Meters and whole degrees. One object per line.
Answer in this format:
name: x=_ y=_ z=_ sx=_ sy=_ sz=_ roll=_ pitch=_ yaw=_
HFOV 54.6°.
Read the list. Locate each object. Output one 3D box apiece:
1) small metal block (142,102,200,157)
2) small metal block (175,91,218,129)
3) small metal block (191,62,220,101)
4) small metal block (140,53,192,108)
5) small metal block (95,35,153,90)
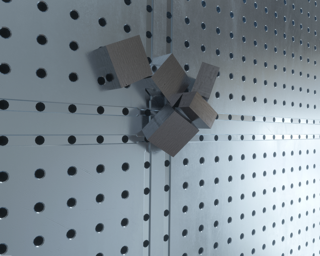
small metal block: x=0.014 y=0.003 z=0.404 sx=0.050 sy=0.025 sz=0.050 roll=-47 pitch=125 yaw=10
small metal block: x=0.042 y=-0.023 z=0.427 sx=0.050 sy=0.050 sz=0.025 roll=41 pitch=65 yaw=-33
small metal block: x=0.060 y=-0.056 z=0.438 sx=0.025 sy=0.050 sz=0.050 roll=20 pitch=70 yaw=4
small metal block: x=0.008 y=-0.063 z=0.415 sx=0.050 sy=0.025 sz=0.050 roll=52 pitch=60 yaw=-27
small metal block: x=-0.042 y=-0.079 z=0.373 sx=0.050 sy=0.025 sz=0.050 roll=-31 pitch=109 yaw=-36
